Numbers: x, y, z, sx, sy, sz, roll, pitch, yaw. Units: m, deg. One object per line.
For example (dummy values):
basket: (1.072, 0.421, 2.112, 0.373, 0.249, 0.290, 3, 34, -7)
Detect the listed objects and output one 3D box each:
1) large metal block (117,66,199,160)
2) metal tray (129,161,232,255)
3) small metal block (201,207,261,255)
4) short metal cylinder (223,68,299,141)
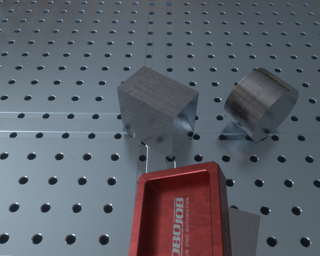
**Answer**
large metal block: (-0.003, -0.019, 0.387, 0.080, 0.080, 0.050, 29, 56, 22)
metal tray: (0.019, 0.100, 0.297, 0.090, 0.030, 0.130, -13, 47, 20)
small metal block: (0.071, 0.110, 0.316, 0.050, 0.025, 0.050, 14, 51, 11)
short metal cylinder: (0.129, -0.030, 0.398, 0.081, 0.080, 0.050, -30, 56, -23)
